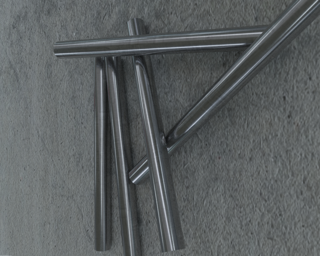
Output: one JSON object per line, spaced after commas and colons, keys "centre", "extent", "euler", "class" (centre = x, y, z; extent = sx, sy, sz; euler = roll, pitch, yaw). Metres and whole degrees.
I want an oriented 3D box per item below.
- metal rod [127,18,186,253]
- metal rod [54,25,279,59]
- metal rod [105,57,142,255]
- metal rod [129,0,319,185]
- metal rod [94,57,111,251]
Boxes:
{"centre": [-0.010, -0.009, 0.377], "extent": [0.025, 0.025, 0.299], "euler": [-28, 62, 36], "class": "metal rod"}
{"centre": [-0.013, -0.102, 0.378], "extent": [0.300, 0.025, 0.025], "euler": [5, 93, 28], "class": "metal rod"}
{"centre": [-0.054, 0.043, 0.449], "extent": [0.025, 0.025, 0.298], "euler": [-11, 83, 39], "class": "metal rod"}
{"centre": [0.050, -0.021, 0.346], "extent": [0.298, 0.025, 0.025], "euler": [-47, 62, 35], "class": "metal rod"}
{"centre": [-0.089, 0.036, 0.478], "extent": [0.025, 0.025, 0.298], "euler": [-1, 90, 40], "class": "metal rod"}
